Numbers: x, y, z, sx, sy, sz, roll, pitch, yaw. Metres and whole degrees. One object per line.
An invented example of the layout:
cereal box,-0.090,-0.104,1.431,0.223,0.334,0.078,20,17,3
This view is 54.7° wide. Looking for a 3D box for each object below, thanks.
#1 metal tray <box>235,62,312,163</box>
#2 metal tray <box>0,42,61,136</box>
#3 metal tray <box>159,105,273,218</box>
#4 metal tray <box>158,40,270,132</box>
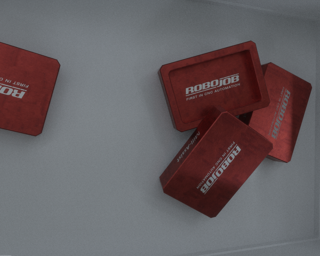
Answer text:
metal tray,0.171,-0.022,0.471,0.091,0.030,0.130,22,83,-19
metal tray,-0.187,-0.049,0.339,0.131,0.030,0.090,15,85,-20
metal tray,0.072,0.046,0.408,0.090,0.030,0.130,32,101,-20
metal tray,0.072,-0.055,0.416,0.131,0.030,0.090,-17,96,-4
